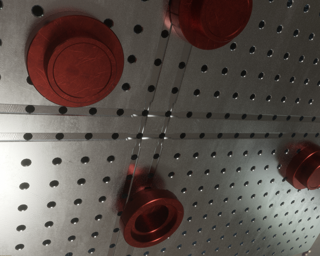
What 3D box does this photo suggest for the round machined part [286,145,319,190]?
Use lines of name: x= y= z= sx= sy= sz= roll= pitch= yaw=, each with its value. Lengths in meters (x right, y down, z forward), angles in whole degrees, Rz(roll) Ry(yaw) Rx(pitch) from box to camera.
round machined part: x=0.307 y=0.086 z=0.626 sx=0.099 sy=0.042 sz=0.097 roll=-14 pitch=125 yaw=-21

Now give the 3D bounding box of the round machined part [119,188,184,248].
round machined part: x=-0.016 y=0.132 z=0.475 sx=0.099 sy=0.042 sz=0.097 roll=-14 pitch=125 yaw=-21

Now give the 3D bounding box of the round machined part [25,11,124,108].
round machined part: x=-0.083 y=-0.064 z=0.316 sx=0.099 sy=0.042 sz=0.097 roll=-14 pitch=125 yaw=-21

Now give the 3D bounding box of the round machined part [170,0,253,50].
round machined part: x=0.065 y=-0.137 z=0.353 sx=0.099 sy=0.042 sz=0.097 roll=-14 pitch=124 yaw=-21
